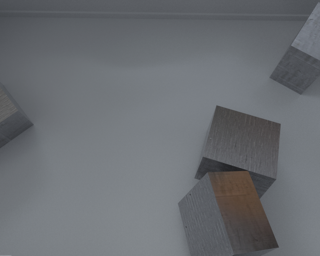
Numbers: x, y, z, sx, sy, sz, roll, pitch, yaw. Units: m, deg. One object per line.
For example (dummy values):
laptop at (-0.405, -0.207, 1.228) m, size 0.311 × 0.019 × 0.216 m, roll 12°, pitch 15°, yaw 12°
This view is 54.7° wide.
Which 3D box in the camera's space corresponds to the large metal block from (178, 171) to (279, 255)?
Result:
large metal block at (0.066, 0.100, 0.329) m, size 0.050 × 0.080 × 0.080 m, roll 2°, pitch 54°, yaw -23°

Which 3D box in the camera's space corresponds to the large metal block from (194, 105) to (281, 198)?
large metal block at (0.094, 0.028, 0.375) m, size 0.080 × 0.050 × 0.080 m, roll 17°, pitch 52°, yaw 6°

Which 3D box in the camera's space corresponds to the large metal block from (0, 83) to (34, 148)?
large metal block at (-0.229, -0.017, 0.401) m, size 0.080 × 0.050 × 0.080 m, roll -39°, pitch 75°, yaw -13°

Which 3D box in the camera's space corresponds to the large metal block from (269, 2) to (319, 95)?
large metal block at (0.202, -0.105, 0.420) m, size 0.050 × 0.080 × 0.080 m, roll 33°, pitch 73°, yaw 11°
